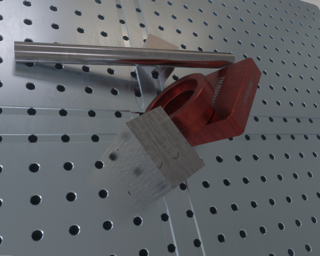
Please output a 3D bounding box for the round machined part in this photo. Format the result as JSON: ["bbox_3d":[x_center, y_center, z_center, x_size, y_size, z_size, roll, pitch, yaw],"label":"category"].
[{"bbox_3d":[0.028,-0.022,0.395,0.042,0.098,0.098,48,47,-24],"label":"round machined part"}]

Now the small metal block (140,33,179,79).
[{"bbox_3d":[-0.002,-0.110,0.474,0.050,0.025,0.050,22,53,-15],"label":"small metal block"}]

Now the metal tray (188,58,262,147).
[{"bbox_3d":[0.083,-0.037,0.430,0.030,0.090,0.130,49,47,-24],"label":"metal tray"}]

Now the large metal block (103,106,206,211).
[{"bbox_3d":[-0.010,0.035,0.346,0.050,0.080,0.080,-29,78,-38],"label":"large metal block"}]

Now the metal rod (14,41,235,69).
[{"bbox_3d":[-0.032,-0.097,0.425,0.303,0.025,0.025,-3,63,-21],"label":"metal rod"}]
